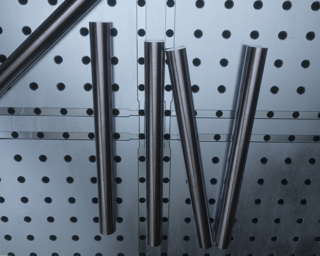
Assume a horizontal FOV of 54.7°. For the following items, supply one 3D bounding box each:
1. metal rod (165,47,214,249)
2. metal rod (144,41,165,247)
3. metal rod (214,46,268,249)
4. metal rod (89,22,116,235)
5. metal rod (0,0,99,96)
[{"bbox_3d":[0.045,0.041,0.429,0.025,0.025,0.298,-10,110,3],"label":"metal rod"},{"bbox_3d":[-0.008,0.035,0.426,0.025,0.025,0.298,0,110,-1],"label":"metal rod"},{"bbox_3d":[0.107,0.040,0.429,0.025,0.025,0.298,4,110,-2],"label":"metal rod"},{"bbox_3d":[-0.075,0.014,0.417,0.025,0.025,0.298,1,110,-1],"label":"metal rod"},{"bbox_3d":[-0.124,-0.120,0.367,0.300,0.025,0.025,-39,106,12],"label":"metal rod"}]
